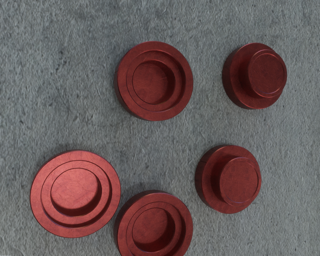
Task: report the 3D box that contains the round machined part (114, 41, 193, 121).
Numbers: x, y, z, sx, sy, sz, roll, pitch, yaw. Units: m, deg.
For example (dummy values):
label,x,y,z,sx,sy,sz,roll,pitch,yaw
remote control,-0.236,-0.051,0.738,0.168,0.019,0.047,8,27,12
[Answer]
label,x,y,z,sx,sy,sz,roll,pitch,yaw
round machined part,-0.011,-0.057,0.396,0.099,0.042,0.097,0,90,-20

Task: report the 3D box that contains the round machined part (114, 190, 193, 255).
label,x,y,z,sx,sy,sz,roll,pitch,yaw
round machined part,-0.011,0.127,0.396,0.099,0.042,0.097,0,90,-20

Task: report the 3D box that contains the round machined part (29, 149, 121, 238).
label,x,y,z,sx,sy,sz,roll,pitch,yaw
round machined part,-0.099,0.073,0.364,0.099,0.042,0.097,0,90,-20

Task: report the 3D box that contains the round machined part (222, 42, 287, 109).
label,x,y,z,sx,sy,sz,roll,pitch,yaw
round machined part,0.145,-0.077,0.453,0.099,0.042,0.097,0,90,-20

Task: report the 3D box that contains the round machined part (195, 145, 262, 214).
label,x,y,z,sx,sy,sz,roll,pitch,yaw
round machined part,0.102,0.073,0.438,0.099,0.042,0.097,0,90,-20
